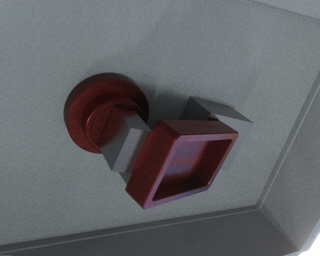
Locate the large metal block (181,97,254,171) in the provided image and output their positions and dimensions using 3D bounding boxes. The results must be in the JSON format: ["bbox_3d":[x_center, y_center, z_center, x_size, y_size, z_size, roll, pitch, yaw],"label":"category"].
[{"bbox_3d":[0.071,0.010,0.436,0.081,0.050,0.079,10,113,-33],"label":"large metal block"}]

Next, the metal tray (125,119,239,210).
[{"bbox_3d":[0.030,0.037,0.353,0.131,0.030,0.089,0,121,-51],"label":"metal tray"}]

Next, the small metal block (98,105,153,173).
[{"bbox_3d":[-0.038,0.012,0.323,0.025,0.050,0.050,13,112,-34],"label":"small metal block"}]

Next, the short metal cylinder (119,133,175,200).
[{"bbox_3d":[-0.011,0.049,0.401,0.081,0.050,0.080,-26,145,-20],"label":"short metal cylinder"}]

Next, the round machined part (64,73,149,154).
[{"bbox_3d":[-0.057,-0.010,0.359,0.099,0.042,0.097,-14,125,-21],"label":"round machined part"}]
